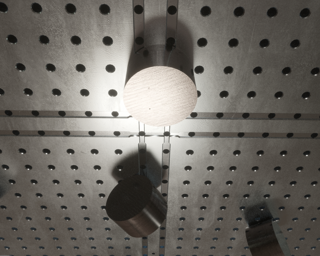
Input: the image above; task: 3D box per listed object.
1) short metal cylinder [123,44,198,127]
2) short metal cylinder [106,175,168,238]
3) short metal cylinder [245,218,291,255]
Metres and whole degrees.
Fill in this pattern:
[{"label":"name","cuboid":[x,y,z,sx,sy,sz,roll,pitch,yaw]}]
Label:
[{"label":"short metal cylinder","cuboid":[0.000,-0.048,0.355,0.081,0.050,0.079,0,130,0]},{"label":"short metal cylinder","cuboid":[-0.035,0.120,0.477,0.080,0.080,0.050,-22,127,17]},{"label":"short metal cylinder","cuboid":[0.196,0.210,0.558,0.050,0.080,0.080,-27,125,21]}]
